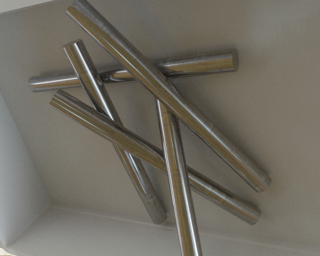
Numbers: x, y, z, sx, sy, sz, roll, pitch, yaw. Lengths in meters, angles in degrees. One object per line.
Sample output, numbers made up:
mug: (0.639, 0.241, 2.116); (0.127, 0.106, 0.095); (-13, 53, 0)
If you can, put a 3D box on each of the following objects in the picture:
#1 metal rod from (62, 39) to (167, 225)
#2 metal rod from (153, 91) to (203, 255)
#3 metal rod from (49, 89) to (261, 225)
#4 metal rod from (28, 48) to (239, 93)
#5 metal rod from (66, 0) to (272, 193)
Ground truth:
metal rod: (-0.051, 0.024, 0.428); (0.025, 0.025, 0.299); (-5, 123, 30)
metal rod: (0.028, 0.094, 0.369); (0.025, 0.025, 0.298); (-12, 87, 33)
metal rod: (0.000, 0.041, 0.395); (0.301, 0.025, 0.025); (32, 129, -8)
metal rod: (-0.054, -0.068, 0.393); (0.300, 0.025, 0.025); (-1, 118, 28)
metal rod: (0.020, -0.029, 0.353); (0.300, 0.025, 0.025); (42, 129, -12)
